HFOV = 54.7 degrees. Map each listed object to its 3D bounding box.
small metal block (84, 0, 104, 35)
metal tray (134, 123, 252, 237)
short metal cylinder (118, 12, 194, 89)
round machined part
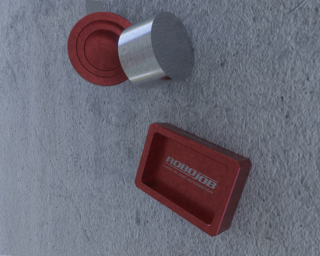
[{"bbox_3d":[-0.102,-0.159,0.472,0.050,0.025,0.050,171,96,-71],"label":"small metal block"},{"bbox_3d":[0.033,0.056,0.372,0.130,0.030,0.089,25,106,37],"label":"metal tray"},{"bbox_3d":[-0.003,-0.090,0.370,0.050,0.081,0.080,-8,85,39],"label":"short metal cylinder"},{"bbox_3d":[-0.077,-0.106,0.431,0.042,0.099,0.097,-167,80,-75],"label":"round machined part"}]
